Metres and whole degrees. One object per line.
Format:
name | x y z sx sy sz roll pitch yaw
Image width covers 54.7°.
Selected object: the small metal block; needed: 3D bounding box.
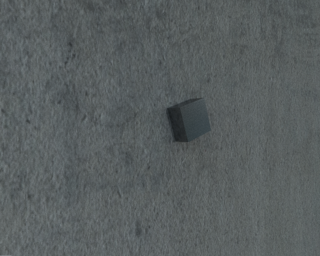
small metal block | 0.043 -0.012 0.443 0.050 0.025 0.050 -24 105 -38
